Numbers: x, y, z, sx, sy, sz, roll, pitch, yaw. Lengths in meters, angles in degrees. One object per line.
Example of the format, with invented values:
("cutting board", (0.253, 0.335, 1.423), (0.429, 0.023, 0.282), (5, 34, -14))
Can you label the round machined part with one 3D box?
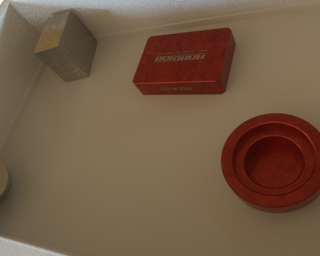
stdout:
("round machined part", (0.115, 0.037, 0.311), (0.098, 0.042, 0.098), (-13, 56, 20))

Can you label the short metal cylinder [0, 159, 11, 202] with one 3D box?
("short metal cylinder", (-0.263, 0.078, 0.450), (0.050, 0.080, 0.080), (-40, 30, 63))

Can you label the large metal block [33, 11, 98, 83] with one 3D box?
("large metal block", (-0.160, -0.138, 0.537), (0.050, 0.080, 0.080), (-8, 58, 24))

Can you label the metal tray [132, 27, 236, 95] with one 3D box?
("metal tray", (0.034, -0.093, 0.441), (0.130, 0.030, 0.090), (3, 63, 29))
